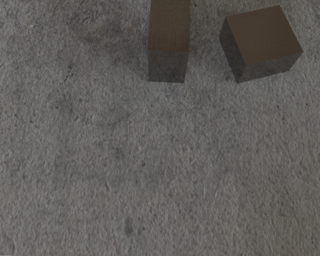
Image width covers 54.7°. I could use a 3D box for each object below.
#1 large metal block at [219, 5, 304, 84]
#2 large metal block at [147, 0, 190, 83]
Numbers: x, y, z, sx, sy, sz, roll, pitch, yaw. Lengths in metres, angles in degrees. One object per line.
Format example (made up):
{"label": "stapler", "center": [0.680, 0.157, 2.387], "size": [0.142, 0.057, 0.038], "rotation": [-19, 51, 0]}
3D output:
{"label": "large metal block", "center": [0.139, -0.118, 0.440], "size": [0.081, 0.050, 0.080], "rotation": [-14, 71, -6]}
{"label": "large metal block", "center": [0.012, -0.116, 0.422], "size": [0.050, 0.080, 0.080], "rotation": [3, 70, 1]}
